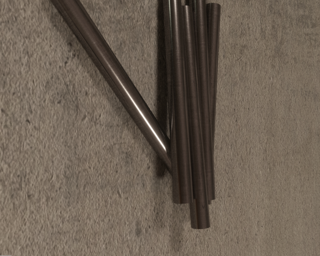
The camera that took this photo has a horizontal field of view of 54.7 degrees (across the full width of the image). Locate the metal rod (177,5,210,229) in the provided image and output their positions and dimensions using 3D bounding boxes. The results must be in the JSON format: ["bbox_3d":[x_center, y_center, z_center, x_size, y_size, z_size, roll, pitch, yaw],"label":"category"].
[{"bbox_3d":[0.043,-0.018,0.421,0.025,0.025,0.298,0,83,-40],"label":"metal rod"}]

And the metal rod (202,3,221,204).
[{"bbox_3d":[0.072,-0.037,0.467,0.025,0.025,0.298,5,87,-40],"label":"metal rod"}]

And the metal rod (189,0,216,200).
[{"bbox_3d":[0.060,-0.049,0.443,0.025,0.025,0.298,1,86,-40],"label":"metal rod"}]

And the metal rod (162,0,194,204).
[{"bbox_3d":[0.022,-0.055,0.403,0.025,0.025,0.298,2,82,-40],"label":"metal rod"}]

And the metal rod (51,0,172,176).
[{"bbox_3d":[-0.033,-0.032,0.378,0.025,0.025,0.299,-48,119,-29],"label":"metal rod"}]
